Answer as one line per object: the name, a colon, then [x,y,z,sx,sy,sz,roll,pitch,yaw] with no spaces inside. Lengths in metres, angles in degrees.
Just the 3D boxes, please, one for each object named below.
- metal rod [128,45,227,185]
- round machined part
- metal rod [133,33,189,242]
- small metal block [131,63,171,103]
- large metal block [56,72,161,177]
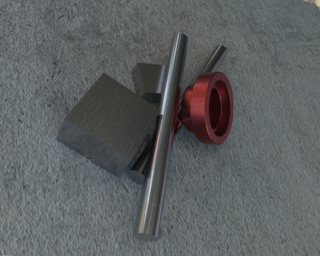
metal rod: [0.040,-0.039,0.451,0.025,0.025,0.301,38,51,-4]
round machined part: [0.063,-0.027,0.424,0.099,0.042,0.097,-6,97,-57]
metal rod: [0.009,-0.014,0.385,0.025,0.025,0.300,22,53,-16]
small metal block: [-0.009,-0.063,0.439,0.050,0.025,0.050,-1,62,-29]
large metal block: [-0.058,-0.004,0.360,0.080,0.050,0.080,34,51,-7]
